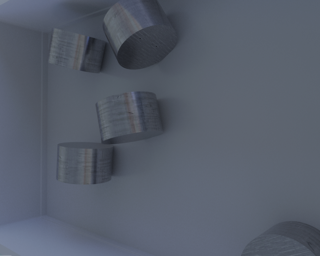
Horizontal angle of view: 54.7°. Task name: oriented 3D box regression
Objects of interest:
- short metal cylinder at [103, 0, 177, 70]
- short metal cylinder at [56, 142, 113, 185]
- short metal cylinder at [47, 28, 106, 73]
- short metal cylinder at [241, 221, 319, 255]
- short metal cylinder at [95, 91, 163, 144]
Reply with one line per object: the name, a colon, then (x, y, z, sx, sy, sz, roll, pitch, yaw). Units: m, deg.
short metal cylinder: (-0.025, -0.119, 0.392, 0.080, 0.081, 0.050, -39, 66, 33)
short metal cylinder: (-0.112, 0.050, 0.464, 0.080, 0.081, 0.050, 6, 94, 40)
short metal cylinder: (-0.128, -0.118, 0.477, 0.080, 0.081, 0.050, 23, 105, 37)
short metal cylinder: (0.123, 0.133, 0.289, 0.080, 0.050, 0.080, 0, 90, 40)
short metal cylinder: (-0.040, -0.011, 0.404, 0.080, 0.081, 0.050, -18, 79, 38)
